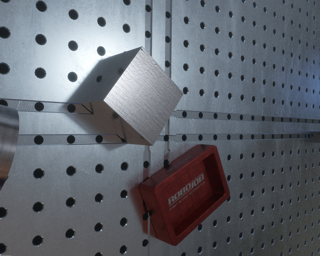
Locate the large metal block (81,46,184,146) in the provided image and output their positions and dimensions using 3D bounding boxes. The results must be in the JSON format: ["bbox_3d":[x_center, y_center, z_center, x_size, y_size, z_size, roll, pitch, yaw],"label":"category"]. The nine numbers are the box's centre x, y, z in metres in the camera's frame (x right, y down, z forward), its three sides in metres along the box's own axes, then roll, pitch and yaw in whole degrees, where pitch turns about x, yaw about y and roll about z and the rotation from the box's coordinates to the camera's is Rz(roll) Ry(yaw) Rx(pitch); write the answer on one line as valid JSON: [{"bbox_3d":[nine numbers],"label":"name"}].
[{"bbox_3d":[-0.030,-0.035,0.368,0.080,0.050,0.080,45,63,-31],"label":"large metal block"}]

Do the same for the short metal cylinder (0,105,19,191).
[{"bbox_3d":[-0.153,0.015,0.245,0.050,0.080,0.080,19,78,-39],"label":"short metal cylinder"}]

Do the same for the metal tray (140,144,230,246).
[{"bbox_3d":[0.041,0.090,0.440,0.131,0.030,0.090,-30,109,-36],"label":"metal tray"}]

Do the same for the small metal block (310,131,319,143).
[{"bbox_3d":[0.383,0.019,0.714,0.050,0.050,0.025,-4,93,-40],"label":"small metal block"}]
